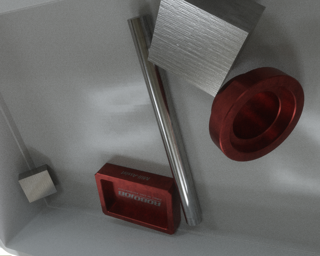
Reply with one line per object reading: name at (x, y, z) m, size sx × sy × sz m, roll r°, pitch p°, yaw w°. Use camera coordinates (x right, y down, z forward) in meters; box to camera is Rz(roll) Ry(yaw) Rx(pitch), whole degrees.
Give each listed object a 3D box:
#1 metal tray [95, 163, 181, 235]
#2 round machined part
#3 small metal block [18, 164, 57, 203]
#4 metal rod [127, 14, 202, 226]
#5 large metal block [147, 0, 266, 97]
metal tray at (-0.034, 0.111, 0.490) m, size 0.130 × 0.030 × 0.089 m, roll 9°, pitch 123°, yaw 22°
round machined part at (0.092, -0.017, 0.316) m, size 0.042 × 0.099 × 0.097 m, roll -127°, pitch 34°, yaw -49°
small metal block at (-0.223, 0.101, 0.568) m, size 0.025 × 0.050 × 0.050 m, roll -137°, pitch 30°, yaw -61°
metal rod at (0.013, 0.007, 0.404) m, size 0.025 × 0.025 × 0.298 m, roll -2°, pitch 118°, yaw 29°
large metal block at (0.041, -0.090, 0.302) m, size 0.080 × 0.050 × 0.080 m, roll 30°, pitch 144°, yaw 8°
